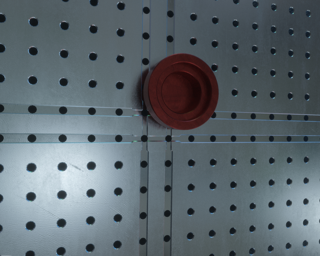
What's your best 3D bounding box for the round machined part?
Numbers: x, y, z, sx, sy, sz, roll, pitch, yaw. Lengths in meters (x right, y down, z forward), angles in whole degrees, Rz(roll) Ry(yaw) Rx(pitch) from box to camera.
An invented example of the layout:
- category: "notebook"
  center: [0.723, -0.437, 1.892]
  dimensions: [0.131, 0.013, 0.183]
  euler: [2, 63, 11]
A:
- category: "round machined part"
  center: [0.025, -0.046, 0.412]
  dimensions: [0.099, 0.042, 0.097]
  euler: [0, 90, -20]
